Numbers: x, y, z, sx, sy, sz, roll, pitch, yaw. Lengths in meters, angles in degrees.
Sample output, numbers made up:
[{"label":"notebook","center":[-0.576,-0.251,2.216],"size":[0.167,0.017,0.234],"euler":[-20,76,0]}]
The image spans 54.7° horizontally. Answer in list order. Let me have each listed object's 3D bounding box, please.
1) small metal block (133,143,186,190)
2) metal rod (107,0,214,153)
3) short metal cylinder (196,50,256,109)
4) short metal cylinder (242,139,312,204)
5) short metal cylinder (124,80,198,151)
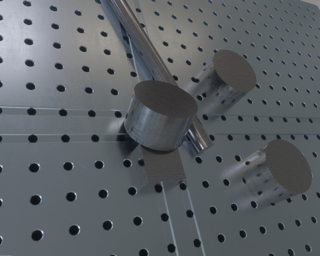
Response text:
[{"label":"small metal block","center":[-0.001,0.045,0.380],"size":[0.050,0.025,0.050],"euler":[0,62,-28]},{"label":"metal rod","center":[-0.008,-0.097,0.463],"size":[0.025,0.025,0.299],"euler":[-19,72,-35]},{"label":"short metal cylinder","center":[0.106,-0.078,0.497],"size":[0.081,0.050,0.080],"euler":[14,56,-21]},{"label":"short metal cylinder","center":[0.167,0.063,0.444],"size":[0.081,0.050,0.080],"euler":[14,56,-21]},{"label":"short metal cylinder","center":[0.001,-0.017,0.386],"size":[0.081,0.050,0.080],"euler":[14,34,-10]}]
